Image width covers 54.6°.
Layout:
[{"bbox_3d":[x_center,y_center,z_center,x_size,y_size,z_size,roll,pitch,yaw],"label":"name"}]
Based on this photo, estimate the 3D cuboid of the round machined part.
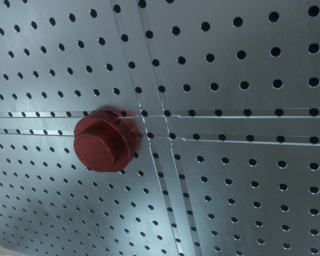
[{"bbox_3d":[-0.089,0.027,0.465,0.098,0.042,0.097,13,124,21],"label":"round machined part"}]
